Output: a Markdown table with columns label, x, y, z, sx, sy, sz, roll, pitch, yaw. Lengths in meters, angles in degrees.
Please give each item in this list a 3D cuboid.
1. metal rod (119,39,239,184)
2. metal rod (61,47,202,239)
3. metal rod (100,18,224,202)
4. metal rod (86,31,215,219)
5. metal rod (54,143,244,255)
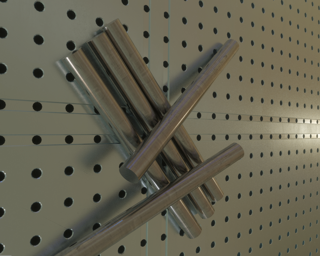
| label | x | y | z | sx | sy | sz | roll | pitch | yaw |
| --- | --- | --- | --- | --- | --- | --- | --- | --- | --- |
| metal rod | 0.043 | -0.042 | 0.421 | 0.301 | 0.025 | 0.025 | -51 | 121 | -37 |
| metal rod | -0.022 | 0.036 | 0.392 | 0.025 | 0.025 | 0.299 | -47 | 118 | -30 |
| metal rod | 0.015 | -0.007 | 0.423 | 0.025 | 0.025 | 0.299 | -48 | 119 | -29 |
| metal rod | 0.000 | 0.013 | 0.411 | 0.025 | 0.025 | 0.299 | -47 | 118 | -30 |
| metal rod | -0.006 | 0.093 | 0.379 | 0.302 | 0.025 | 0.025 | -27 | 108 | -28 |
